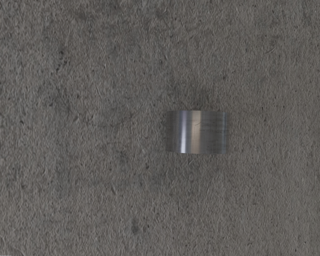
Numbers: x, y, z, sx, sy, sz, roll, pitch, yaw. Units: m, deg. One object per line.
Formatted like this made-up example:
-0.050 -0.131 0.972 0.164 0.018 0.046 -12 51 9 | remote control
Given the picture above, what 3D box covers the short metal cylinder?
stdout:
0.048 0.005 0.397 0.081 0.080 0.050 2 90 -20 | short metal cylinder
